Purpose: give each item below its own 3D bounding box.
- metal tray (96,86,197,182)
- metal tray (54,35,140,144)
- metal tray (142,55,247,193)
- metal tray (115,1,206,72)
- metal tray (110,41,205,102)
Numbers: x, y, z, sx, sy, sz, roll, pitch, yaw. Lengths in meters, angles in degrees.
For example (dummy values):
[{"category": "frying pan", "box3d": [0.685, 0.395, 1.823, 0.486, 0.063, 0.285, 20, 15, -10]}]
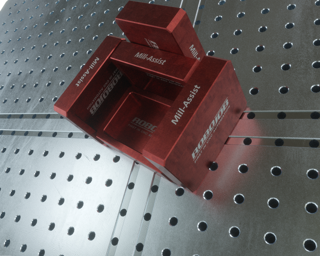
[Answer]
[{"category": "metal tray", "box3d": [-0.013, 0.002, 0.411, 0.130, 0.030, 0.090, 24, 75, 36]}, {"category": "metal tray", "box3d": [-0.076, -0.053, 0.439, 0.030, 0.090, 0.130, 24, 75, 36]}, {"category": "metal tray", "box3d": [0.045, -0.003, 0.344, 0.030, 0.090, 0.130, 24, 75, 36]}, {"category": "metal tray", "box3d": [0.012, -0.097, 0.394, 0.090, 0.130, 0.030, 25, 76, 36]}, {"category": "metal tray", "box3d": [0.007, -0.062, 0.401, 0.130, 0.090, 0.030, 24, 76, 36]}]
